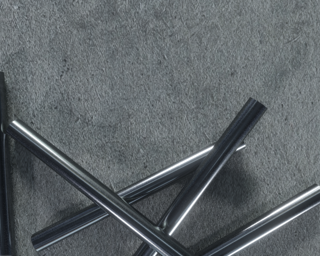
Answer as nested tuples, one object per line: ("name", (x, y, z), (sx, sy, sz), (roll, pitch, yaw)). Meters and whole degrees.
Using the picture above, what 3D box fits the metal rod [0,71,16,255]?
("metal rod", (-0.210, 0.076, 0.408), (0.025, 0.025, 0.298), (-4, 90, 0))

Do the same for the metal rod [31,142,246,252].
("metal rod", (-0.028, 0.083, 0.409), (0.301, 0.025, 0.025), (-27, 90, 0))

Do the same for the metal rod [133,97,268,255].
("metal rod", (0.033, 0.091, 0.392), (0.025, 0.025, 0.299), (35, 97, 0))

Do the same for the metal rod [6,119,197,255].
("metal rod", (-0.072, 0.085, 0.386), (0.300, 0.025, 0.025), (35, 90, 9))

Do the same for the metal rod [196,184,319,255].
("metal rod", (0.083, 0.160, 0.410), (0.301, 0.025, 0.025), (-30, 90, 0))
